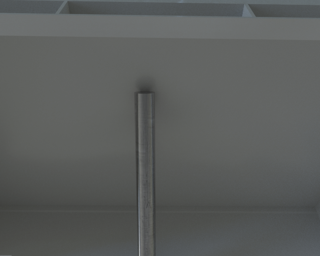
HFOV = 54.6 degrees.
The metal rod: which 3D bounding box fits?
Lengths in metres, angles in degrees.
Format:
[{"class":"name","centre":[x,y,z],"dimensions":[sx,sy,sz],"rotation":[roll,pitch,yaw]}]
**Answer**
[{"class":"metal rod","centre":[-0.018,0.102,0.410],"dimensions":[0.025,0.025,0.298],"rotation":[0,104,0]}]
